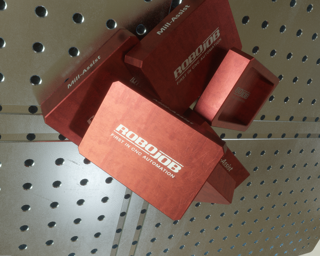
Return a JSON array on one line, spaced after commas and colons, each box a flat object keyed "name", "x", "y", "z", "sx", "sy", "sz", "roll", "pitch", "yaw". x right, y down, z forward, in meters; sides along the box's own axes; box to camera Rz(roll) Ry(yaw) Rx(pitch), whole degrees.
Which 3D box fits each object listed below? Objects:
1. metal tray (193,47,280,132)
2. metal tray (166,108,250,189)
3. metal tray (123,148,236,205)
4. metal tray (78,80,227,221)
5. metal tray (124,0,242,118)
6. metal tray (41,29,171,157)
[{"name": "metal tray", "x": 0.104, "y": -0.043, "z": 0.406, "sx": 0.131, "sy": 0.030, "sz": 0.090, "roll": 7, "pitch": 118, "yaw": -56}, {"name": "metal tray", "x": 0.058, "y": 0.019, "z": 0.410, "sx": 0.030, "sy": 0.090, "sz": 0.130, "roll": -44, "pitch": 129, "yaw": 2}, {"name": "metal tray", "x": 0.018, "y": 0.061, "z": 0.396, "sx": 0.090, "sy": 0.130, "sz": 0.030, "roll": 45, "pitch": 54, "yaw": -39}, {"name": "metal tray", "x": -0.010, "y": 0.021, "z": 0.320, "sx": 0.090, "sy": 0.130, "sz": 0.030, "roll": -59, "pitch": 169, "yaw": 14}, {"name": "metal tray", "x": 0.032, "y": -0.084, "z": 0.349, "sx": 0.130, "sy": 0.030, "sz": 0.090, "roll": -47, "pitch": 134, "yaw": -14}, {"name": "metal tray", "x": -0.056, "y": -0.035, "z": 0.355, "sx": 0.130, "sy": 0.030, "sz": 0.090, "roll": -43, "pitch": 130, "yaw": 2}]
